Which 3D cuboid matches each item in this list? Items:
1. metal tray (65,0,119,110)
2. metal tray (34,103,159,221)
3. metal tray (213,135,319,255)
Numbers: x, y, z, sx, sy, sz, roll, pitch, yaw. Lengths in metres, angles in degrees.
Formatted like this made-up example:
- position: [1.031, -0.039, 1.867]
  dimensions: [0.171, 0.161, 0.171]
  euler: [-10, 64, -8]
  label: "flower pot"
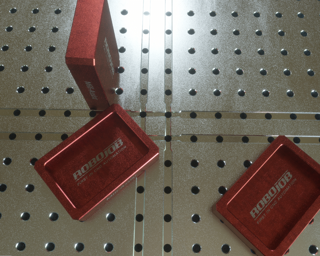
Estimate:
- position: [-0.078, -0.086, 0.387]
  dimensions: [0.030, 0.130, 0.090]
  euler: [4, 70, 1]
  label: "metal tray"
- position: [-0.077, 0.041, 0.392]
  dimensions: [0.130, 0.030, 0.090]
  euler: [-39, 75, -13]
  label: "metal tray"
- position: [0.140, 0.084, 0.380]
  dimensions: [0.090, 0.030, 0.130]
  euler: [43, 75, 14]
  label: "metal tray"
